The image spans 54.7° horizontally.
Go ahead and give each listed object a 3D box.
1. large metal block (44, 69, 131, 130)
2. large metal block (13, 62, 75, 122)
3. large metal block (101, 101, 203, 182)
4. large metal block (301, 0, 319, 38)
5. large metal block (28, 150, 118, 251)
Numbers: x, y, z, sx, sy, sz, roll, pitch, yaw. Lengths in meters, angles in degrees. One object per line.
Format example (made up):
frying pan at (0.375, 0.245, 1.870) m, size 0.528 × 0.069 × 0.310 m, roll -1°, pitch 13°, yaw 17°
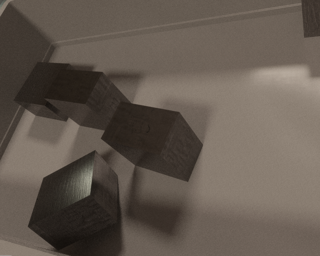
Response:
large metal block at (-0.101, -0.038, 0.445) m, size 0.080 × 0.080 × 0.050 m, roll 10°, pitch 67°, yaw 32°
large metal block at (-0.182, -0.062, 0.521) m, size 0.080 × 0.050 × 0.080 m, roll 10°, pitch 67°, yaw 32°
large metal block at (-0.006, 0.016, 0.363) m, size 0.080 × 0.080 × 0.050 m, roll 12°, pitch 68°, yaw 33°
large metal block at (0.209, -0.155, 0.356) m, size 0.080 × 0.080 × 0.050 m, roll 1°, pitch 62°, yaw 28°
large metal block at (-0.099, 0.084, 0.371) m, size 0.080 × 0.050 × 0.080 m, roll -28°, pitch 31°, yaw 10°
